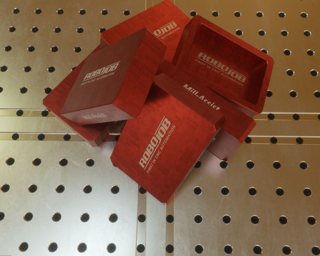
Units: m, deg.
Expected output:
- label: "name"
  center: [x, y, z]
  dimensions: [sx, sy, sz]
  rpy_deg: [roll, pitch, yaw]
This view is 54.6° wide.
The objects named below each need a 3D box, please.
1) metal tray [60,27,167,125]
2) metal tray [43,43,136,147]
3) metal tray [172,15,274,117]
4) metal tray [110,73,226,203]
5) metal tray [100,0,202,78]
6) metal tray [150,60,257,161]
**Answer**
- label: "metal tray"
  center: [-0.057, -0.052, 0.350]
  dimensions: [0.030, 0.130, 0.090]
  rpy_deg: [34, 67, -33]
- label: "metal tray"
  center: [-0.081, -0.050, 0.427]
  dimensions: [0.090, 0.030, 0.130]
  rpy_deg: [37, 74, 11]
- label: "metal tray"
  center: [0.084, -0.079, 0.413]
  dimensions: [0.131, 0.030, 0.090]
  rpy_deg: [24, 71, -15]
- label: "metal tray"
  center: [0.003, 0.015, 0.355]
  dimensions: [0.090, 0.129, 0.030]
  rpy_deg: [37, 35, 12]
- label: "metal tray"
  center: [-0.006, -0.118, 0.433]
  dimensions: [0.131, 0.030, 0.090]
  rpy_deg: [-38, 77, -27]
- label: "metal tray"
  center: [0.045, -0.018, 0.383]
  dimensions: [0.130, 0.090, 0.030]
  rpy_deg: [37, 74, 12]
